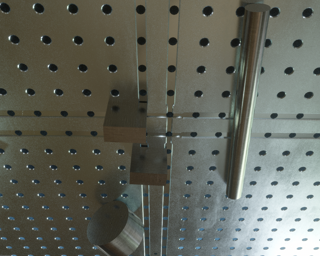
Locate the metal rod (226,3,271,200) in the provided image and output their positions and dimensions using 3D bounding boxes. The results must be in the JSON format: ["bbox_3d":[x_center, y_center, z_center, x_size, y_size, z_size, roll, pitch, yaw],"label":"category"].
[{"bbox_3d":[0.109,-0.007,0.406,0.025,0.025,0.298,-3,130,3],"label":"metal rod"}]

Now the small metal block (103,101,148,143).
[{"bbox_3d":[-0.042,-0.008,0.388,0.050,0.050,0.025,3,130,-2],"label":"small metal block"}]

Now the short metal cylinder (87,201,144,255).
[{"bbox_3d":[-0.074,0.170,0.519,0.080,0.080,0.050,-22,127,17],"label":"short metal cylinder"}]

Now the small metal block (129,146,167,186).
[{"bbox_3d":[-0.016,0.054,0.441,0.050,0.050,0.025,4,130,-3],"label":"small metal block"}]
